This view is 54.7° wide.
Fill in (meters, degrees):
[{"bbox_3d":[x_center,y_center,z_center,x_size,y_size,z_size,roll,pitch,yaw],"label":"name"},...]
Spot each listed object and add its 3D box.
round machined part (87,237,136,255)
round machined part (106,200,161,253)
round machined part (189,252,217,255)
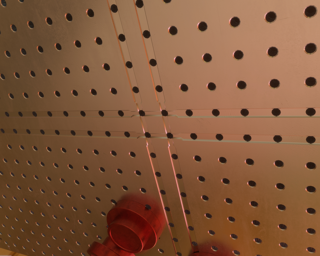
[{"bbox_3d":[-0.084,0.240,0.578,0.098,0.042,0.097,26,148,18],"label":"round machined part"},{"bbox_3d":[-0.051,0.176,0.534,0.098,0.042,0.097,13,124,20],"label":"round machined part"},{"bbox_3d":[0.082,0.259,0.516,0.098,0.042,0.097,13,124,20],"label":"round machined part"}]
